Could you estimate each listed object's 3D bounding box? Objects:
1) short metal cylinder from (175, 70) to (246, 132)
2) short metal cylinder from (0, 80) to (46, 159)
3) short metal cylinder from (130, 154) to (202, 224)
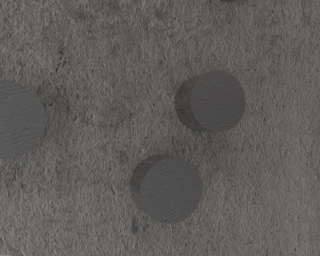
[{"bbox_3d":[0.067,-0.034,0.420,0.081,0.050,0.080,0,90,-20],"label":"short metal cylinder"},{"bbox_3d":[-0.166,-0.009,0.334,0.081,0.050,0.080,0,90,-20],"label":"short metal cylinder"},{"bbox_3d":[0.007,0.076,0.398,0.081,0.050,0.080,0,90,-20],"label":"short metal cylinder"}]
